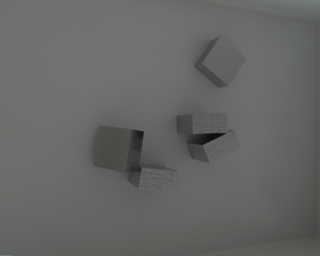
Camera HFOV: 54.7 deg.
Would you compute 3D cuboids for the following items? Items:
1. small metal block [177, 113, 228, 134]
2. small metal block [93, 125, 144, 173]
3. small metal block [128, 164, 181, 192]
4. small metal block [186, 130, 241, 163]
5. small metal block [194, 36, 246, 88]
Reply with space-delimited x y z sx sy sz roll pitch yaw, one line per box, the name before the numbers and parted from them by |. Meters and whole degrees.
small metal block | 0.056 -0.006 0.418 0.050 0.050 0.025 -2 91 -20
small metal block | -0.050 0.025 0.376 0.025 0.050 0.050 12 85 -58
small metal block | -0.008 0.062 0.394 0.050 0.050 0.025 9 87 -20
small metal block | 0.072 0.023 0.424 0.050 0.050 0.025 -24 98 -18
small metal block | 0.086 -0.093 0.442 0.050 0.025 0.050 37 78 -16
